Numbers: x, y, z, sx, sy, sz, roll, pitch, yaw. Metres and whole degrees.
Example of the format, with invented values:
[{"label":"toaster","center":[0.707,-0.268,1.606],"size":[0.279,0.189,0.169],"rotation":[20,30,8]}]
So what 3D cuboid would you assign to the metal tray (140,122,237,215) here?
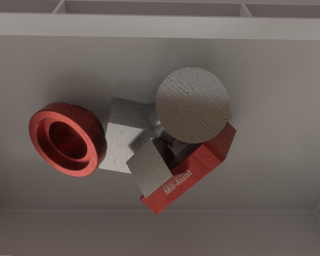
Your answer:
[{"label":"metal tray","center":[0.037,0.048,0.404],"size":[0.030,0.090,0.129],"rotation":[44,121,0]}]

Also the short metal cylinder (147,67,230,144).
[{"label":"short metal cylinder","center":[0.030,-0.022,0.344],"size":[0.081,0.080,0.050],"rotation":[12,173,-11]}]

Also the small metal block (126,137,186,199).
[{"label":"small metal block","center":[-0.006,0.046,0.362],"size":[0.025,0.050,0.050],"rotation":[-4,146,-52]}]

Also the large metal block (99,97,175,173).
[{"label":"large metal block","center":[-0.030,0.014,0.403],"size":[0.081,0.050,0.079],"rotation":[11,129,-10]}]

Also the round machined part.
[{"label":"round machined part","center":[-0.109,0.010,0.388],"size":[0.098,0.042,0.097],"rotation":[13,127,18]}]
